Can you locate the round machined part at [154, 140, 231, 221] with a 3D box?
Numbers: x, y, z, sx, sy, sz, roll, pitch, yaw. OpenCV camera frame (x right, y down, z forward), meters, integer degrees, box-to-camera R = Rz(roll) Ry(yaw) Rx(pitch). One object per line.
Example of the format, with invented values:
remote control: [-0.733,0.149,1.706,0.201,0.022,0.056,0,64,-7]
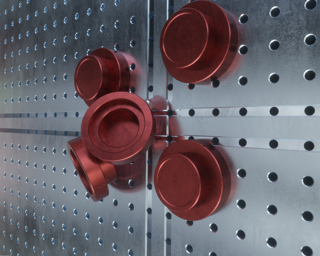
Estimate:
round machined part: [0.031,0.063,0.373,0.098,0.042,0.097,0,90,40]

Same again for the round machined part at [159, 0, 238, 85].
round machined part: [0.038,-0.102,0.367,0.098,0.042,0.097,0,90,40]

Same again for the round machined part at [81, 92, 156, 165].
round machined part: [-0.053,0.003,0.424,0.098,0.042,0.098,-3,69,9]

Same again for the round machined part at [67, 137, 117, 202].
round machined part: [-0.098,0.056,0.462,0.098,0.042,0.097,47,152,36]

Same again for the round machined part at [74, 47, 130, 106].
round machined part: [-0.095,-0.075,0.479,0.098,0.042,0.097,0,90,40]
